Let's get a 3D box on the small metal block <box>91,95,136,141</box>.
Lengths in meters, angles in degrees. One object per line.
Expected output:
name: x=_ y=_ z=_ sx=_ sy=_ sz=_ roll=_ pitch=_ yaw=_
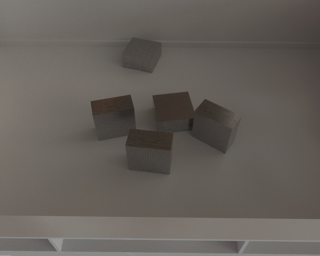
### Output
small metal block: x=-0.059 y=-0.013 z=0.399 sx=0.050 sy=0.050 sz=0.025 roll=-11 pitch=51 yaw=-9

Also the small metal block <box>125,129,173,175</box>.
small metal block: x=-0.011 y=0.029 z=0.365 sx=0.050 sy=0.050 sz=0.025 roll=6 pitch=51 yaw=5

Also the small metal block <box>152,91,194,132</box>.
small metal block: x=0.018 y=-0.021 z=0.423 sx=0.050 sy=0.025 sz=0.050 roll=-7 pitch=50 yaw=-6

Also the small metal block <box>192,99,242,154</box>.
small metal block: x=0.070 y=-0.002 z=0.391 sx=0.050 sy=0.050 sz=0.025 roll=28 pitch=56 yaw=22

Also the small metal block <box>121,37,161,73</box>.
small metal block: x=-0.029 y=-0.119 z=0.505 sx=0.050 sy=0.025 sz=0.050 roll=13 pitch=51 yaw=11
